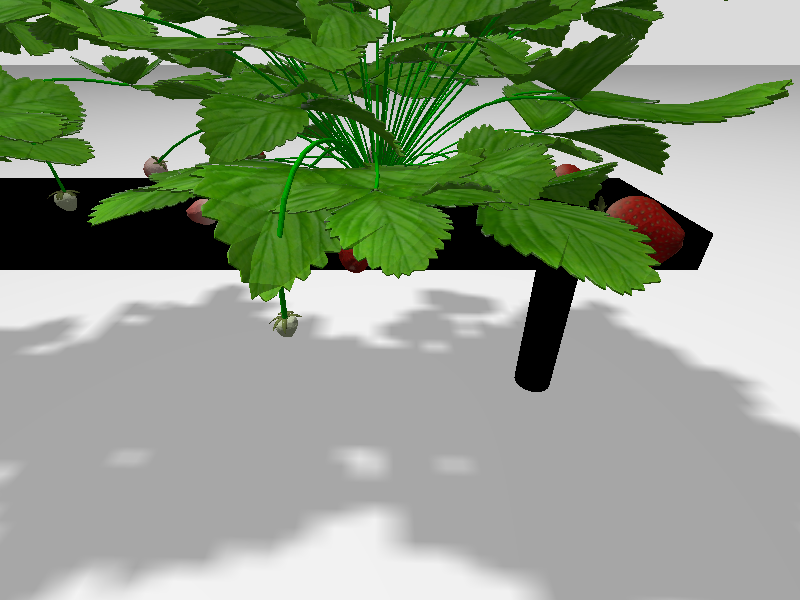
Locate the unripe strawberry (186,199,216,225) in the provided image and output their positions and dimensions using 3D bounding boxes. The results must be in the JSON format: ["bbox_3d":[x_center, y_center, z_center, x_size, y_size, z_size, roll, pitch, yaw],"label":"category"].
[{"bbox_3d":[-0.148,-0.065,0.299,0.020,0.020,0.019,-15,35,-21],"label":"unripe strawberry"}]

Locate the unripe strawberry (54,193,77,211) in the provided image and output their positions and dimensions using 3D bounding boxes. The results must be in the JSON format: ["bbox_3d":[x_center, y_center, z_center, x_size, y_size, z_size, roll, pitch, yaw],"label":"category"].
[{"bbox_3d":[-0.261,-0.077,0.313,0.016,0.015,0.014,6,33,10],"label":"unripe strawberry"}]

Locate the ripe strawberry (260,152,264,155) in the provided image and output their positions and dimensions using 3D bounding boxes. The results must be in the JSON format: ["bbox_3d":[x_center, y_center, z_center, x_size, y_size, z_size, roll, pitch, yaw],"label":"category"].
[{"bbox_3d":[-0.162,-0.148,0.414,0.037,0.036,0.040,16,35,25],"label":"ripe strawberry"}]

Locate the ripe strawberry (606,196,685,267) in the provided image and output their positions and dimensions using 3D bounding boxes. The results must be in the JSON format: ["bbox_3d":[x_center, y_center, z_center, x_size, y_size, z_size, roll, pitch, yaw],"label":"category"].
[{"bbox_3d":[0.142,-0.038,0.236,0.044,0.043,0.041,24,39,32],"label":"ripe strawberry"}]

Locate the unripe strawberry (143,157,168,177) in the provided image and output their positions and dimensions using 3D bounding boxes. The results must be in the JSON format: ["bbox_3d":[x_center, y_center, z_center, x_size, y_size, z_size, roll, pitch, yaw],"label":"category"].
[{"bbox_3d":[-0.248,-0.132,0.404,0.023,0.020,0.023,-30,18,31],"label":"unripe strawberry"}]

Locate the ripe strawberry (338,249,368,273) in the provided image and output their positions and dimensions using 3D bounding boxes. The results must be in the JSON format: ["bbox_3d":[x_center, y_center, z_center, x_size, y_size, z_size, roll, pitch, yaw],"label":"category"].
[{"bbox_3d":[-0.027,-0.025,0.232,0.018,0.020,0.021,1,-45,2],"label":"ripe strawberry"}]

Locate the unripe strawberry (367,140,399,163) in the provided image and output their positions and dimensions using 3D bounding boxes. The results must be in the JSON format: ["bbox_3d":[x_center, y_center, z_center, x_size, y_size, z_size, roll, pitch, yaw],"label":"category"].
[{"bbox_3d":[-0.018,-0.160,0.438,0.035,0.030,0.035,1,31,1],"label":"unripe strawberry"}]

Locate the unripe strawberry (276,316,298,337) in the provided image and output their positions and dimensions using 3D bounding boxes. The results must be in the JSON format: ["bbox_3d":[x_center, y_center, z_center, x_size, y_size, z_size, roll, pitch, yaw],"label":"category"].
[{"bbox_3d":[-0.047,0.011,0.165,0.009,0.010,0.010,4,32,6],"label":"unripe strawberry"}]

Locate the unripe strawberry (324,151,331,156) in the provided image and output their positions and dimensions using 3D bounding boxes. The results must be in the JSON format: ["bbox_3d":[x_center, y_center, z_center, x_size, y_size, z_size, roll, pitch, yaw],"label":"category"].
[{"bbox_3d":[-0.088,-0.180,0.488,0.010,0.011,0.011,-13,-13,-19],"label":"unripe strawberry"}]

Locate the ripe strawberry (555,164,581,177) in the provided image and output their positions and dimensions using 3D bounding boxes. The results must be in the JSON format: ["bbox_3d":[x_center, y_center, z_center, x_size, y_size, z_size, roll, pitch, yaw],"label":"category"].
[{"bbox_3d":[0.149,-0.107,0.355,0.032,0.027,0.032,0,32,-3],"label":"ripe strawberry"}]
